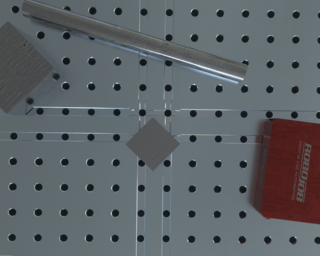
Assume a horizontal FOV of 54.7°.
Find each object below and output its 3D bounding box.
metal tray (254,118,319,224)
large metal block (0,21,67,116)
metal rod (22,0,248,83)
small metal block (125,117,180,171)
[{"bbox_3d":[0.182,0.056,0.413,0.091,0.030,0.129,8,90,-1],"label":"metal tray"},{"bbox_3d":[-0.184,-0.073,0.398,0.080,0.050,0.080,-44,91,0],"label":"large metal block"},{"bbox_3d":[-0.032,-0.116,0.412,0.302,0.025,0.025,17,90,-1],"label":"metal rod"},{"bbox_3d":[-0.009,0.021,0.413,0.050,0.025,0.050,45,90,-1],"label":"small metal block"}]
